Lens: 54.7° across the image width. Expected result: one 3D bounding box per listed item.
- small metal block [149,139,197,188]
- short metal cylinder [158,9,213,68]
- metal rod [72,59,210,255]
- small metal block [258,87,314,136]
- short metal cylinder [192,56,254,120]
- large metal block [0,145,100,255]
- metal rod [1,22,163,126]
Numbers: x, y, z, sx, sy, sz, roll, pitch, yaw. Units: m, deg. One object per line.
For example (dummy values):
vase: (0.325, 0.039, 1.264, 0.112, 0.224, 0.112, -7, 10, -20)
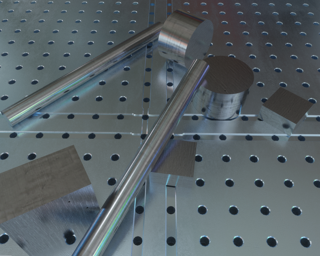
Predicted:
small metal block: (0.016, 0.041, 0.373, 0.050, 0.025, 0.050, 7, 50, 5)
short metal cylinder: (0.041, -0.139, 0.489, 0.050, 0.080, 0.080, 31, 57, 23)
metal rod: (-0.017, 0.035, 0.344, 0.025, 0.025, 0.300, 23, 64, 18)
small metal block: (0.173, -0.024, 0.429, 0.050, 0.025, 0.050, 36, 58, 26)
short metal cylinder: (0.087, -0.058, 0.440, 0.081, 0.050, 0.080, 0, 50, 0)
large metal block: (-0.109, 0.073, 0.310, 0.081, 0.080, 0.050, -22, 54, -18)
metal rod: (-0.102, -0.096, 0.487, 0.025, 0.025, 0.302, 36, 58, 26)
